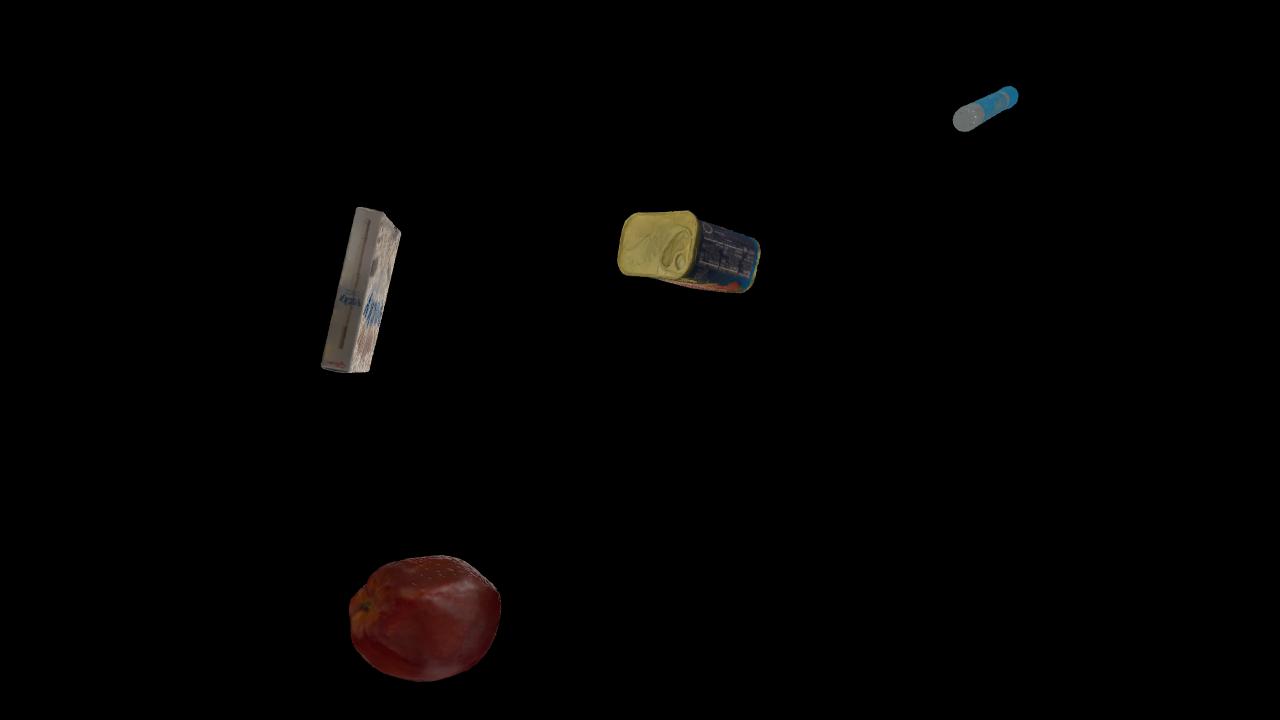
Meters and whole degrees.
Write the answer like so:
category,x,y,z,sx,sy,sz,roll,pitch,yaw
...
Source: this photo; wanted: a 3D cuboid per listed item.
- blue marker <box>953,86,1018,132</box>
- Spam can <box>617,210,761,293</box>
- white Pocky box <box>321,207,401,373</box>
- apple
category,x,y,z,sx,sy,sz,roll,pitch,yaw
blue marker,0.283,-0.205,0.499,0.020,0.020,0.121,0,24,45
Spam can,0.044,-0.096,0.556,0.085,0.058,0.101,7,5,-40
white Pocky box,-0.271,-0.064,0.602,0.028,0.154,0.084,12,-3,-11
apple,-0.138,0.168,0.400,0.079,0.079,0.093,0,-22,40
